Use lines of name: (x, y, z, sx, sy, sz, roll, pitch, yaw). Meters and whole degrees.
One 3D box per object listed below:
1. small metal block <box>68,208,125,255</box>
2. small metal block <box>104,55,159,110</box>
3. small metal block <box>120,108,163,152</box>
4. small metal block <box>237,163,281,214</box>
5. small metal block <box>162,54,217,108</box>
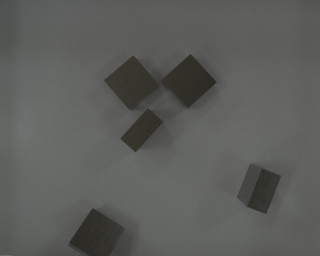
small metal block: (-0.081, 0.140, 0.399, 0.050, 0.025, 0.050, 32, 56, 0)
small metal block: (-0.037, -0.059, 0.411, 0.050, 0.025, 0.050, -41, 90, 0)
small metal block: (-0.022, 0.002, 0.399, 0.025, 0.050, 0.050, 42, 90, 0)
small metal block: (0.126, 0.077, 0.400, 0.025, 0.050, 0.050, 21, 90, 0)
small metal block: (0.038, -0.061, 0.411, 0.050, 0.025, 0.050, -42, 90, 0)
